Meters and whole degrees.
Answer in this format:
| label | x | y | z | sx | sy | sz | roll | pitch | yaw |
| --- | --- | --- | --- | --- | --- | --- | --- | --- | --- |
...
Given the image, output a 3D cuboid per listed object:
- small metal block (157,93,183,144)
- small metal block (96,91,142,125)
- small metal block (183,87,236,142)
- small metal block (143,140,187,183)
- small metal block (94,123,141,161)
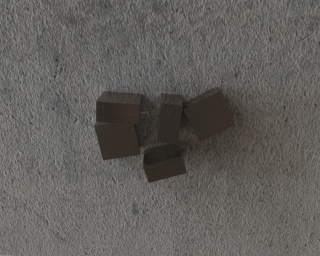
| label | x | y | z | sx | sy | sz | roll | pitch | yaw |
| --- | --- | --- | --- | --- | --- | --- | --- | --- | --- |
| small metal block | 0.011 | -0.013 | 0.392 | 0.025 | 0.050 | 0.050 | 6 | 110 | -2 |
| small metal block | -0.050 | -0.026 | 0.386 | 0.050 | 0.050 | 0.025 | 4 | 110 | -2 |
| small metal block | 0.063 | -0.018 | 0.404 | 0.050 | 0.025 | 0.050 | -27 | 108 | 9 |
| small metal block | 0.006 | 0.044 | 0.413 | 0.050 | 0.050 | 0.025 | -16 | 110 | 5 |
| small metal block | -0.055 | 0.012 | 0.414 | 0.050 | 0.025 | 0.050 | -9 | 110 | 3 |
